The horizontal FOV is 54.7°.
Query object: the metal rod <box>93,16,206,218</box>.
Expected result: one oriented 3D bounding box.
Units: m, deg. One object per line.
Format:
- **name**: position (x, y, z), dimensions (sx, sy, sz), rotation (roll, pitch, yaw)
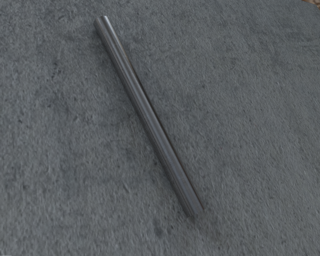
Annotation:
- **metal rod**: position (-0.021, -0.027, 0.409), dimensions (0.025, 0.025, 0.299), rotation (-15, 70, -34)
